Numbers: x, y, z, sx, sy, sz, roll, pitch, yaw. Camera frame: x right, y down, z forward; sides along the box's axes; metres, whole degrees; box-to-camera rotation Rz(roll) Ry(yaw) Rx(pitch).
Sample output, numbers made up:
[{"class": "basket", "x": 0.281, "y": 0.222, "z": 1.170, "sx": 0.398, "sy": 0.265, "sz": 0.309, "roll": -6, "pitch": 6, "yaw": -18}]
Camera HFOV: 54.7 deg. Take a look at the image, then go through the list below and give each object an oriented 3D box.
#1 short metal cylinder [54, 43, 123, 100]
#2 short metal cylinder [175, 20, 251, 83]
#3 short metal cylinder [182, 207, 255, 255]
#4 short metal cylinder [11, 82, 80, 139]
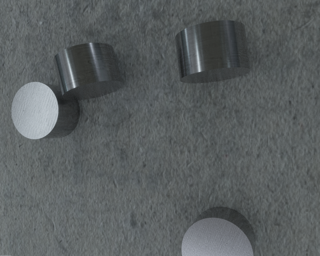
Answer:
[{"class": "short metal cylinder", "x": -0.095, "y": -0.073, "z": 0.412, "sx": 0.080, "sy": 0.080, "sz": 0.050, "roll": -17, "pitch": 85, "yaw": 19}, {"class": "short metal cylinder", "x": 0.060, "y": -0.085, "z": 0.358, "sx": 0.080, "sy": 0.080, "sz": 0.050, "roll": -7, "pitch": 88, "yaw": 19}, {"class": "short metal cylinder", "x": 0.071, "y": 0.140, "z": 0.370, "sx": 0.080, "sy": 0.050, "sz": 0.079, "roll": 0, "pitch": 90, "yaw": 19}, {"class": "short metal cylinder", "x": -0.166, "y": -0.024, "z": 0.452, "sx": 0.080, "sy": 0.050, "sz": 0.079, "roll": 0, "pitch": 90, "yaw": 19}]
